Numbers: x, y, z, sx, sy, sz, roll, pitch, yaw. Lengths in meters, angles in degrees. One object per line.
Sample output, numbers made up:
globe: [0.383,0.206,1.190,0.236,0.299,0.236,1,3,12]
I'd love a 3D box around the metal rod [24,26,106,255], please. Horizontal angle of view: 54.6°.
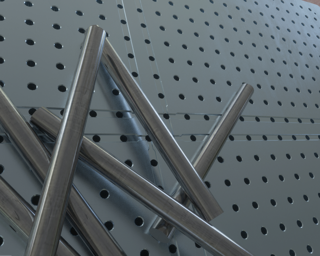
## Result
metal rod: [-0.091,0.011,0.312,0.025,0.025,0.300,17,58,-19]

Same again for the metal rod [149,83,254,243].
metal rod: [0.073,0.026,0.430,0.025,0.025,0.301,40,51,-1]

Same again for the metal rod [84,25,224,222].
metal rod: [-0.018,-0.019,0.390,0.025,0.025,0.299,-19,66,-35]

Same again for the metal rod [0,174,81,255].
metal rod: [-0.108,0.103,0.287,0.300,0.025,0.025,44,51,2]

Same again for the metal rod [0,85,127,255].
metal rod: [-0.115,0.044,0.319,0.025,0.025,0.300,-33,80,-38]

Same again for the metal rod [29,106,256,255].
metal rod: [-0.012,0.071,0.331,0.300,0.025,0.025,34,51,5]
